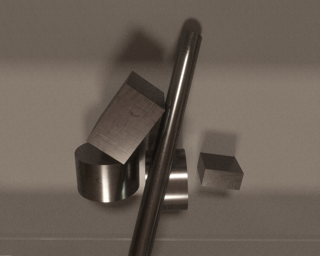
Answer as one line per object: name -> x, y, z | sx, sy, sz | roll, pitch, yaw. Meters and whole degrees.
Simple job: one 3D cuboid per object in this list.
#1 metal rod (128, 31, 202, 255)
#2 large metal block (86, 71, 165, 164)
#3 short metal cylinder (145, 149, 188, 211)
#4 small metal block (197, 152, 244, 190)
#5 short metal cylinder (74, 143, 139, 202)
metal rod -> 0.004, 0.034, 0.358 | 0.025, 0.025, 0.299 | 14, 84, -6
large metal block -> -0.038, -0.016, 0.376 | 0.050, 0.080, 0.080 | 34, 106, -12
short metal cylinder -> 0.008, 0.068, 0.407 | 0.050, 0.080, 0.079 | -2, 110, 0
small metal block -> 0.080, 0.058, 0.421 | 0.050, 0.050, 0.025 | 8, 110, -3
short metal cylinder -> -0.067, 0.052, 0.400 | 0.081, 0.080, 0.050 | 1, 110, -1
